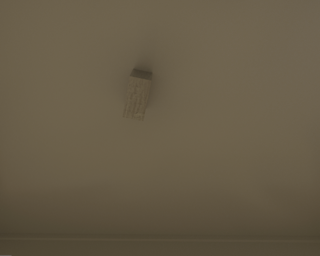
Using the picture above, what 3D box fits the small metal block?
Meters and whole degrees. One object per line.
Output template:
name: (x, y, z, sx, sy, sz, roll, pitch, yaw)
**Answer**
small metal block: (-0.027, -0.042, 0.382, 0.025, 0.050, 0.050, 11, 110, -4)
